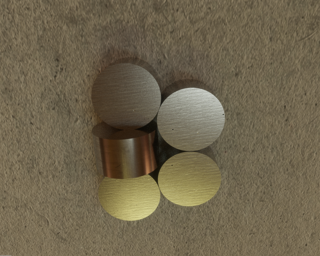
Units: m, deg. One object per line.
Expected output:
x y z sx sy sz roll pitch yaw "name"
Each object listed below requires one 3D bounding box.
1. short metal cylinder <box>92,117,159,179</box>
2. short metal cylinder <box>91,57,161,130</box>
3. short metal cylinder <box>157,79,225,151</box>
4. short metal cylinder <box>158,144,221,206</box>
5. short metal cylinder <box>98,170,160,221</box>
-0.042 0.022 0.389 0.080 0.080 0.050 -3 110 1 "short metal cylinder"
-0.039 -0.044 0.381 0.080 0.050 0.079 0 110 1 "short metal cylinder"
0.037 -0.018 0.391 0.081 0.050 0.079 0 111 0 "short metal cylinder"
0.038 0.057 0.418 0.080 0.050 0.079 0 111 1 "short metal cylinder"
-0.040 0.079 0.426 0.080 0.050 0.079 0 110 1 "short metal cylinder"
